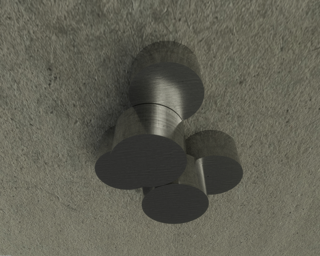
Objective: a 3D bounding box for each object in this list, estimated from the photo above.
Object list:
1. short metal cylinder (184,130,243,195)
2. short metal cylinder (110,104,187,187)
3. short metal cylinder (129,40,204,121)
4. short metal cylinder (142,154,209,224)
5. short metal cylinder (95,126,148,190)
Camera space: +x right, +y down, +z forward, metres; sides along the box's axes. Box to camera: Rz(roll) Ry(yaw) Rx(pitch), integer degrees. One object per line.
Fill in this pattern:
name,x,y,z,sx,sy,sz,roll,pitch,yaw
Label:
short metal cylinder,0.071,0.049,0.434,0.081,0.050,0.079,0,130,0
short metal cylinder,-0.012,0.020,0.342,0.080,0.050,0.079,0,130,0
short metal cylinder,0.007,-0.051,0.349,0.081,0.050,0.079,0,130,0
short metal cylinder,0.018,0.077,0.391,0.081,0.050,0.079,-1,130,0
short metal cylinder,-0.045,0.040,0.426,0.081,0.050,0.079,0,130,0
